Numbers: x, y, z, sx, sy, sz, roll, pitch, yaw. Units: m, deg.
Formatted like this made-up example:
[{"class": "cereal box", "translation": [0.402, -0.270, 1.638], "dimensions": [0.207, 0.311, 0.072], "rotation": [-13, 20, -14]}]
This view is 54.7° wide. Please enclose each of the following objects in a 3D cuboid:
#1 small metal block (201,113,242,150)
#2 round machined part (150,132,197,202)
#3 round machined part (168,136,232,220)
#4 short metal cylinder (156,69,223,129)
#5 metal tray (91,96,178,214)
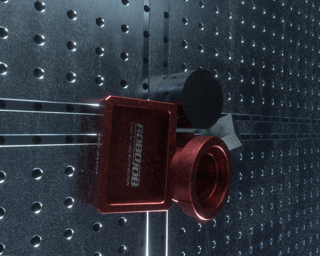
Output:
[{"class": "small metal block", "translation": [0.090, 0.011, 0.458], "dimensions": [0.025, 0.050, 0.050], "rotation": [55, 23, -27]}, {"class": "round machined part", "translation": [0.037, 0.054, 0.430], "dimensions": [0.099, 0.042, 0.097], "rotation": [0, 90, -40]}, {"class": "round machined part", "translation": [0.046, 0.058, 0.377], "dimensions": [0.099, 0.042, 0.097], "rotation": [-4, 95, -50]}, {"class": "short metal cylinder", "translation": [0.042, -0.038, 0.430], "dimensions": [0.081, 0.050, 0.079], "rotation": [0, 90, -40]}, {"class": "metal tray", "translation": [-0.029, 0.032, 0.369], "dimensions": [0.091, 0.030, 0.129], "rotation": [5, 87, -26]}]
